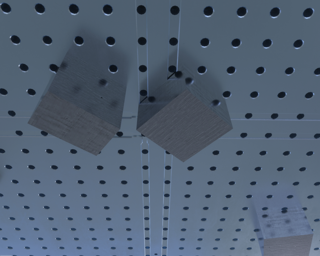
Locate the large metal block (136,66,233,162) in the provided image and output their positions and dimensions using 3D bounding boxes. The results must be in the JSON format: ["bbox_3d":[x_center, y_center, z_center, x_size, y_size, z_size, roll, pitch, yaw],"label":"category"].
[{"bbox_3d":[0.029,-0.015,0.383,0.080,0.050,0.080,36,121,-27],"label":"large metal block"}]

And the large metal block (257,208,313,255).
[{"bbox_3d":[0.223,0.195,0.563,0.080,0.050,0.080,-9,130,7],"label":"large metal block"}]

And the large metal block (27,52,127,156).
[{"bbox_3d":[-0.089,-0.028,0.351,0.080,0.080,0.050,30,124,-23],"label":"large metal block"}]
